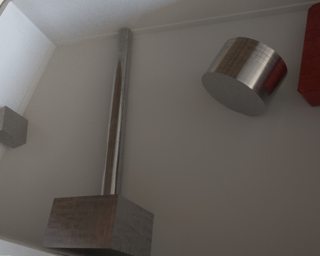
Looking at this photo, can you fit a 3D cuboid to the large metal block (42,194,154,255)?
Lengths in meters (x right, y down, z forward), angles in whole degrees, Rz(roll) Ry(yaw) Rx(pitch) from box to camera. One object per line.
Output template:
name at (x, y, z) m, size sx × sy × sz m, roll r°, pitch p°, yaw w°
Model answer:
large metal block at (-0.062, 0.110, 0.334) m, size 0.080 × 0.080 × 0.050 m, roll -9°, pitch 58°, yaw 23°

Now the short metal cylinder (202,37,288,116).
short metal cylinder at (0.095, -0.057, 0.355) m, size 0.080 × 0.080 × 0.050 m, roll 25°, pitch 76°, yaw 36°

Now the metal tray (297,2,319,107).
metal tray at (0.205, -0.091, 0.332) m, size 0.090 × 0.030 × 0.130 m, roll -9°, pitch 55°, yaw 47°

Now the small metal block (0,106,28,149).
small metal block at (-0.252, -0.001, 0.519) m, size 0.025 × 0.050 × 0.050 m, roll -23°, pitch 54°, yaw 15°

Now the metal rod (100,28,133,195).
metal rod at (-0.060, -0.034, 0.456) m, size 0.025 × 0.025 × 0.299 m, roll -13°, pitch 56°, yaw 21°
